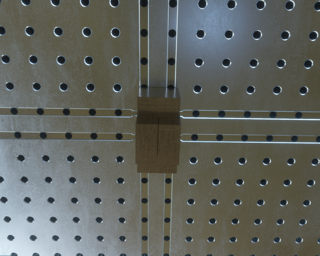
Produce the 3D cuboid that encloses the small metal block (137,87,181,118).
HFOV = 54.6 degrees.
[{"bbox_3d":[-0.002,-0.033,0.387,0.050,0.050,0.025,2,110,-1],"label":"small metal block"}]

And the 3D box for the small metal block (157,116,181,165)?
[{"bbox_3d":[0.011,0.011,0.377,0.025,0.050,0.050,2,110,0],"label":"small metal block"}]

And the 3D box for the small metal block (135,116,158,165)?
[{"bbox_3d":[-0.015,0.010,0.377,0.025,0.050,0.050,2,110,-1],"label":"small metal block"}]

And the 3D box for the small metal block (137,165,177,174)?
[{"bbox_3d":[-0.003,0.037,0.413,0.050,0.050,0.025,2,110,-1],"label":"small metal block"}]

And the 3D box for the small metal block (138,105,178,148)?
[{"bbox_3d":[-0.003,-0.002,0.412,0.050,0.025,0.050,2,110,0],"label":"small metal block"}]
